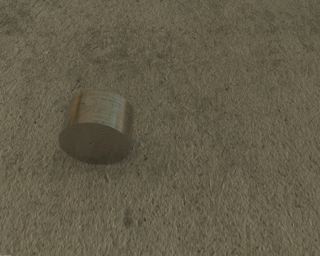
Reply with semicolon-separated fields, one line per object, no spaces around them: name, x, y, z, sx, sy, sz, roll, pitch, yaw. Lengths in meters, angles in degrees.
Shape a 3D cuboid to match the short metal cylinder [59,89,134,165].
short metal cylinder;-0.073;0.001;0.367;0.080;0.080;0.050;1;50;1
